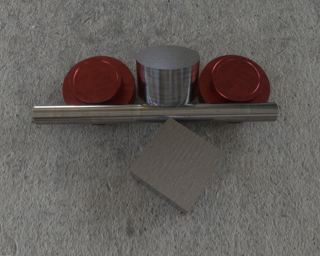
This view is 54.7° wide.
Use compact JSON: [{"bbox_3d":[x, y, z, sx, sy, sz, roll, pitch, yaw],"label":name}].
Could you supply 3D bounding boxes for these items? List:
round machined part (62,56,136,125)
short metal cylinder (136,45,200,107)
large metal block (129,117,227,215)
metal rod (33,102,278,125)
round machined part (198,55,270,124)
[{"bbox_3d":[-0.083,-0.056,0.420,0.099,0.042,0.098,0,70,0],"label":"round machined part"},{"bbox_3d":[0.010,-0.069,0.402,0.080,0.050,0.080,0,35,0],"label":"short metal cylinder"},{"bbox_3d":[0.021,0.047,0.377,0.080,0.050,0.080,34,73,11],"label":"large metal block"},{"bbox_3d":[-0.005,-0.019,0.394,0.302,0.025,0.025,-1,70,-1],"label":"metal rod"},{"bbox_3d":[0.102,-0.059,0.423,0.099,0.042,0.098,0,70,0],"label":"round machined part"}]
